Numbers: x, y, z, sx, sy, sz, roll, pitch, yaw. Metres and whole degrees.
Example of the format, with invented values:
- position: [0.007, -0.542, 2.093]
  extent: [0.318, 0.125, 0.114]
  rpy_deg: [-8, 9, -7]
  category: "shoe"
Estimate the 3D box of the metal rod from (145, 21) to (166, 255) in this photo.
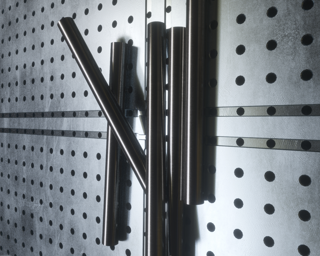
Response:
- position: [-0.005, 0.012, 0.392]
  extent: [0.025, 0.025, 0.298]
  rpy_deg: [-6, 81, 39]
  category: "metal rod"

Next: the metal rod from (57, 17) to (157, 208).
- position: [-0.069, -0.028, 0.433]
  extent: [0.025, 0.025, 0.299]
  rpy_deg: [-36, 78, 34]
  category: "metal rod"

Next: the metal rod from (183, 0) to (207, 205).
- position: [0.043, -0.059, 0.372]
  extent: [0.025, 0.025, 0.298]
  rpy_deg: [1, 91, 39]
  category: "metal rod"

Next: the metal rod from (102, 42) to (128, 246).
- position: [-0.067, 0.025, 0.462]
  extent: [0.025, 0.025, 0.298]
  rpy_deg: [5, 93, 39]
  category: "metal rod"

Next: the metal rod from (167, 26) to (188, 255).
- position: [0.021, 0.026, 0.389]
  extent: [0.025, 0.025, 0.298]
  rpy_deg: [1, 91, 39]
  category: "metal rod"
